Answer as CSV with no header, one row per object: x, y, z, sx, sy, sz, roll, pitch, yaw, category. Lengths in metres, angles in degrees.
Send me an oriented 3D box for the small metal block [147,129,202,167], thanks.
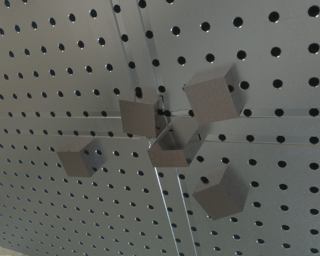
0.020,0.026,0.401,0.050,0.050,0.025,-5,116,30,small metal block

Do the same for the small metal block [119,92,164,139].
-0.024,-0.017,0.414,0.050,0.025,0.050,10,123,23,small metal block

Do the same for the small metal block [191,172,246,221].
0.081,0.095,0.428,0.050,0.025,0.050,-33,100,38,small metal block

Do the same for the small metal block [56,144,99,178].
-0.137,0.054,0.518,0.050,0.025,0.050,-3,117,29,small metal block

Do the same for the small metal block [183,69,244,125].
0.062,-0.035,0.357,0.050,0.025,0.050,-11,113,33,small metal block
